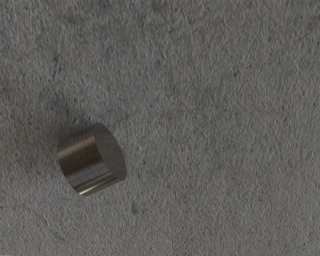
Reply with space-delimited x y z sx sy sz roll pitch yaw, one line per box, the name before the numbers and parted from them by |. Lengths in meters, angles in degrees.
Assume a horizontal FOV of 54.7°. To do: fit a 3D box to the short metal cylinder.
short metal cylinder | -0.084 0.039 0.394 0.050 0.080 0.080 -25 108 9
